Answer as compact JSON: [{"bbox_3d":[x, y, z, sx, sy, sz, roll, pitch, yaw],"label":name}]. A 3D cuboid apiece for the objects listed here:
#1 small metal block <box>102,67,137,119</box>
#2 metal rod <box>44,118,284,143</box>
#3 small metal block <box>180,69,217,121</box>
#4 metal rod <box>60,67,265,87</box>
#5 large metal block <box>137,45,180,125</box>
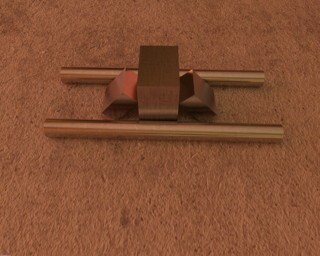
[{"bbox_3d":[-0.053,-0.046,0.425,0.025,0.050,0.050,28,43,-29],"label":"small metal block"},{"bbox_3d":[0.004,0.003,0.402,0.302,0.025,0.025,1,50,0],"label":"metal rod"},{"bbox_3d":[0.051,-0.043,0.424,0.025,0.050,0.050,-30,41,31],"label":"small metal block"},{"bbox_3d":[0.004,-0.078,0.470,0.302,0.025,0.025,1,50,0],"label":"metal rod"},{"bbox_3d":[-0.002,-0.054,0.417,0.050,0.080,0.080,1,50,0],"label":"large metal block"}]
